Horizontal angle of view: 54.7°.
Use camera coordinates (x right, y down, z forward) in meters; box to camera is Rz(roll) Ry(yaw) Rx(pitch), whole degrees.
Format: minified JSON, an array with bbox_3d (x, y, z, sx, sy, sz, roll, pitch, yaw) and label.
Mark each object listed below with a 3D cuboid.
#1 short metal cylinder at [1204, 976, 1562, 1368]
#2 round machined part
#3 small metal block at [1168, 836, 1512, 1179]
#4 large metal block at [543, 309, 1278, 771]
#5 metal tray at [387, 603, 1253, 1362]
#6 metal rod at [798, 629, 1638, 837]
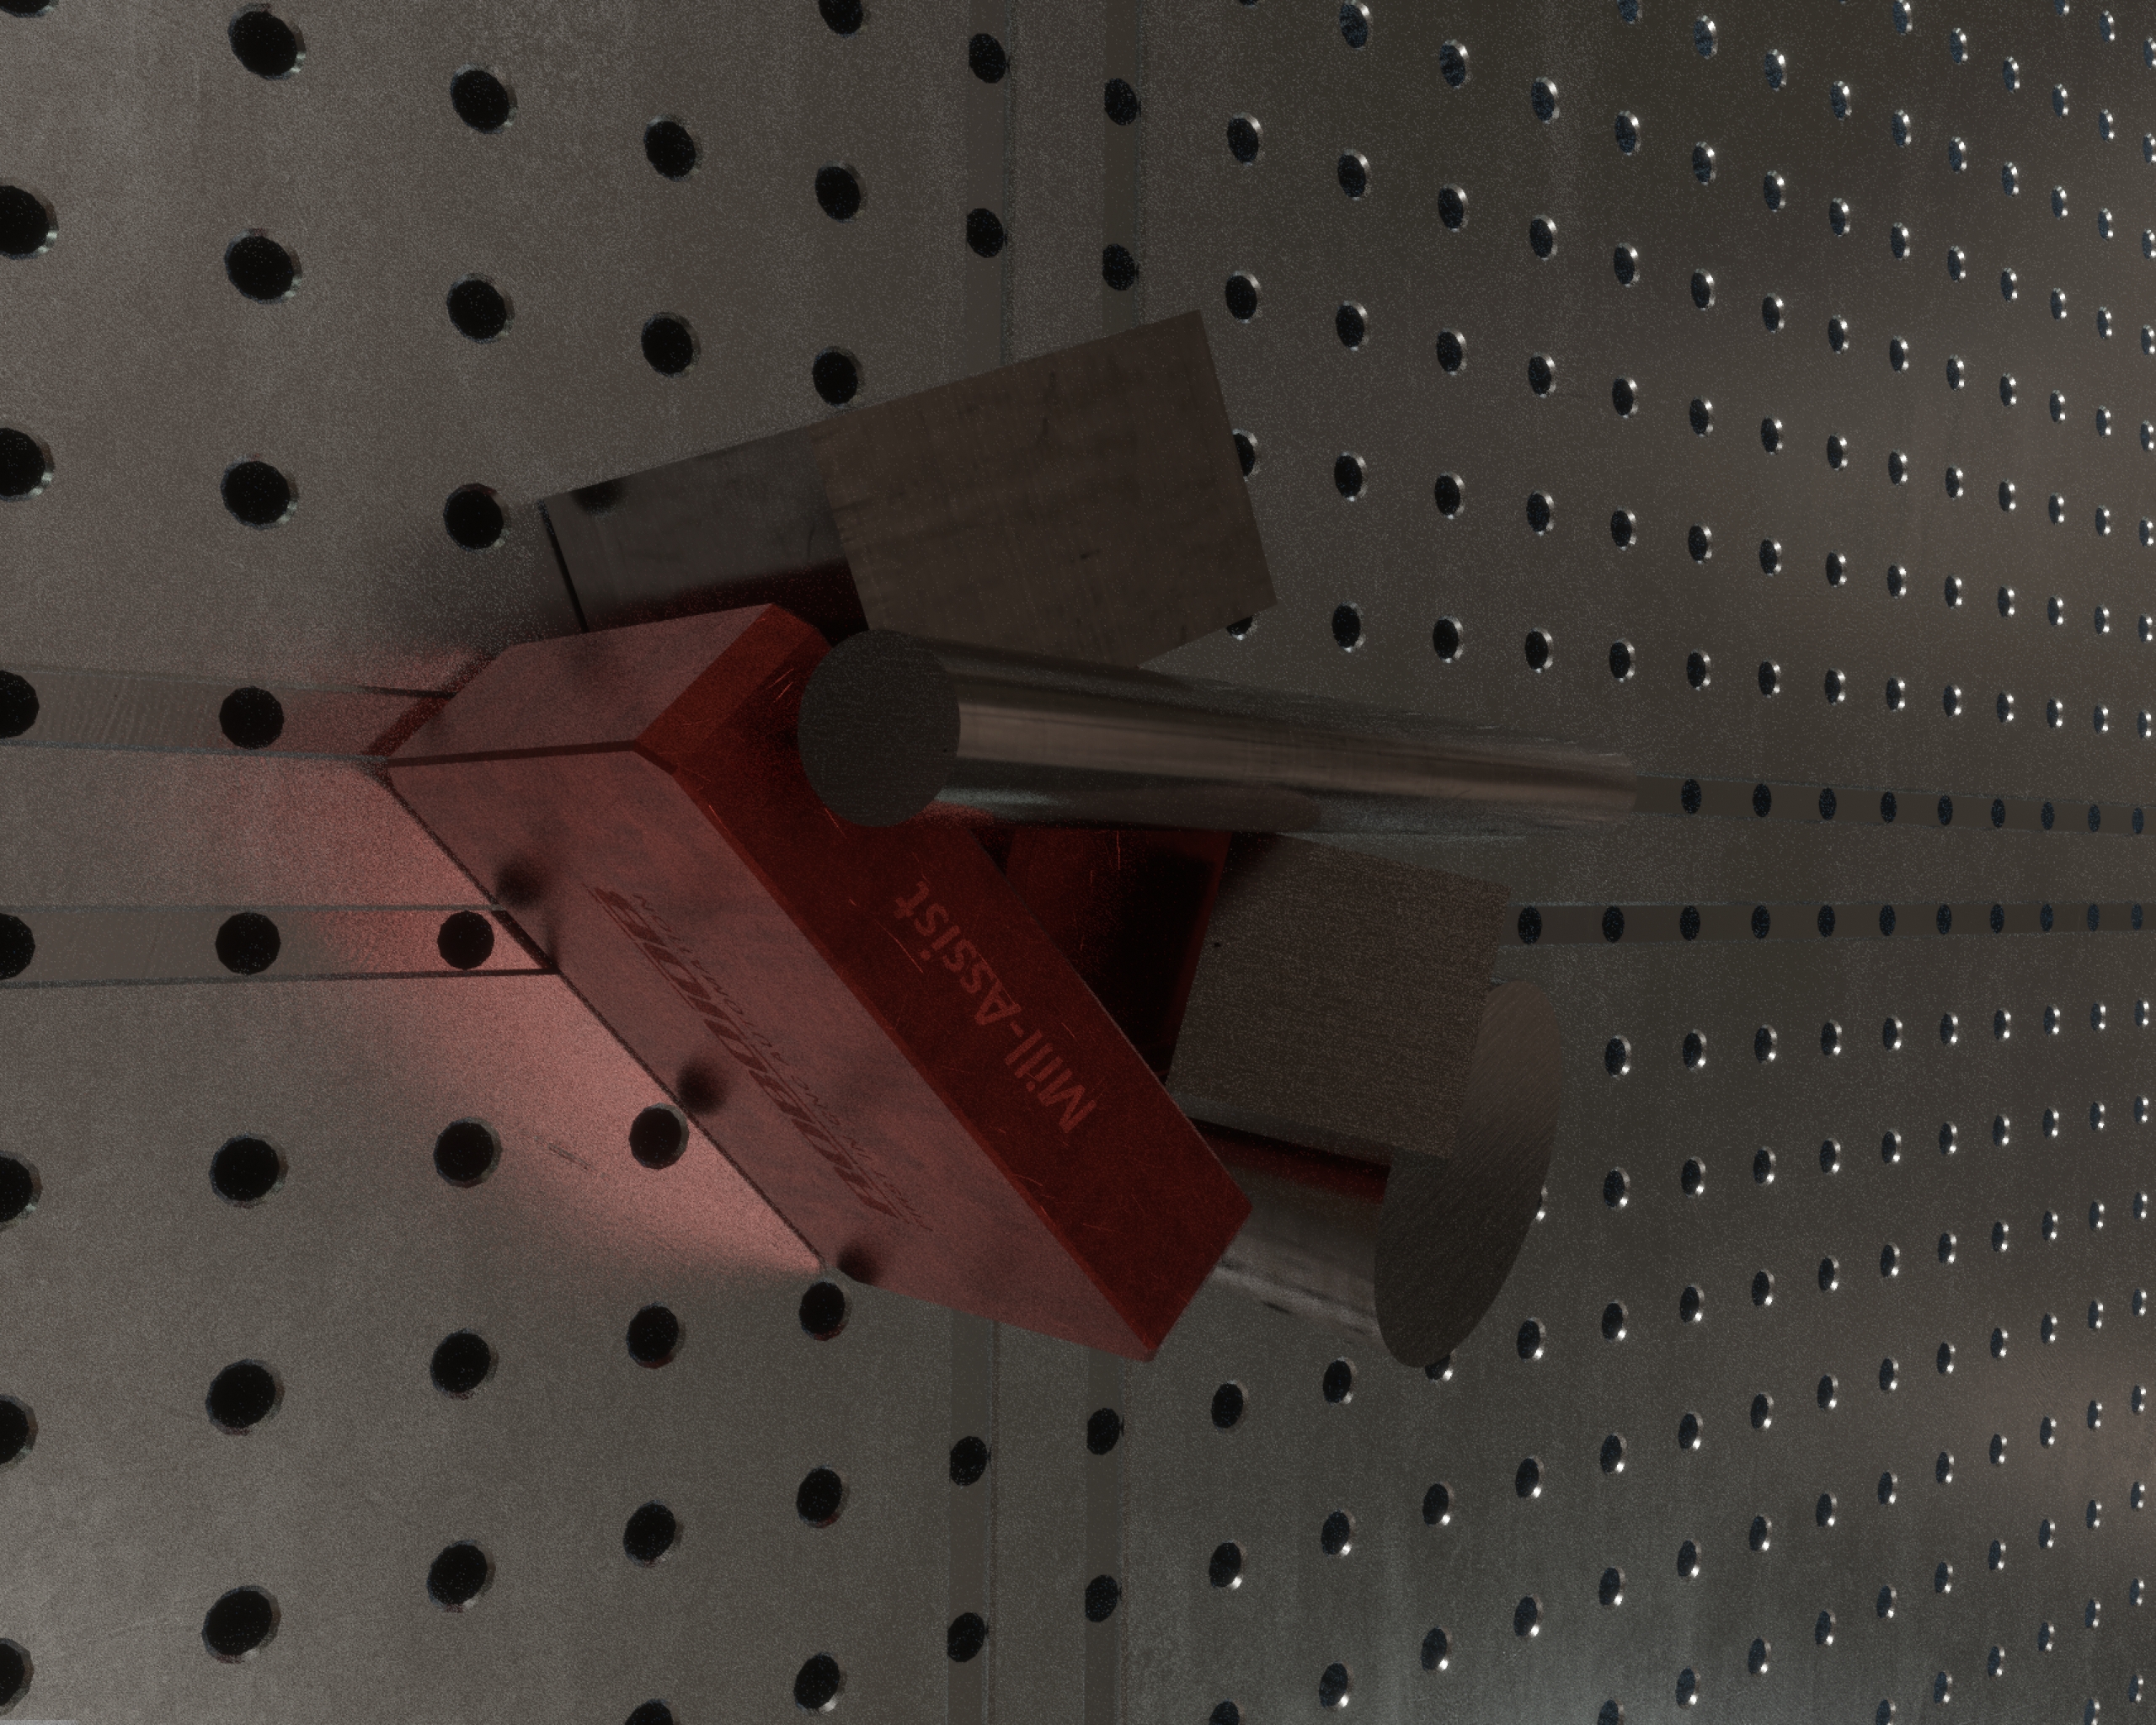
[{"bbox_3d":[0.059,0.057,0.429,0.081,0.050,0.079,-26,123,-48],"label":"short metal cylinder"},{"bbox_3d":[-0.001,0.006,0.403,0.099,0.042,0.097,0,90,-40],"label":"round machined part"},{"bbox_3d":[0.047,0.025,0.378,0.025,0.050,0.050,74,31,-73],"label":"small metal block"},{"bbox_3d":[-0.028,-0.052,0.349,0.081,0.080,0.050,-27,107,-37],"label":"large metal block"},{"bbox_3d":[-0.041,0.021,0.333,0.030,0.090,0.130,-51,121,-28],"label":"metal tray"},{"bbox_3d":[0.051,-0.018,0.392,0.302,0.025,0.025,-1,91,-60],"label":"metal rod"}]
